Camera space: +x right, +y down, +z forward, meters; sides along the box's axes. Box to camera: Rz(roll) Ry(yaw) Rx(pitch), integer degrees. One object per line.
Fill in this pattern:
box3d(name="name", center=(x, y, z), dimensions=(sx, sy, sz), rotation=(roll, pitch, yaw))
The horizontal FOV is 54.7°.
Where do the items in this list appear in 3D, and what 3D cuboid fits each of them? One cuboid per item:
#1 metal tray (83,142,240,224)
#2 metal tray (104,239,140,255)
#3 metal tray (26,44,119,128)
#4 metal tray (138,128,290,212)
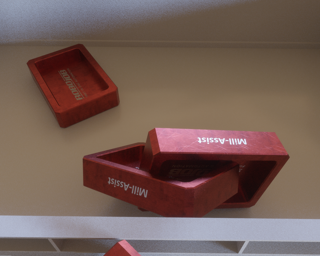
box3d(name="metal tray", center=(-0.001, 0.046, 0.305), dimensions=(0.130, 0.030, 0.091), rotation=(10, 13, 37))
box3d(name="metal tray", center=(-0.043, 0.143, 0.219), dimensions=(0.030, 0.129, 0.090), rotation=(36, 59, 26))
box3d(name="metal tray", center=(-0.129, -0.067, 0.457), dimensions=(0.091, 0.030, 0.130), rotation=(-26, 55, -20))
box3d(name="metal tray", center=(0.047, 0.044, 0.307), dimensions=(0.131, 0.089, 0.030), rotation=(2, 43, -15))
